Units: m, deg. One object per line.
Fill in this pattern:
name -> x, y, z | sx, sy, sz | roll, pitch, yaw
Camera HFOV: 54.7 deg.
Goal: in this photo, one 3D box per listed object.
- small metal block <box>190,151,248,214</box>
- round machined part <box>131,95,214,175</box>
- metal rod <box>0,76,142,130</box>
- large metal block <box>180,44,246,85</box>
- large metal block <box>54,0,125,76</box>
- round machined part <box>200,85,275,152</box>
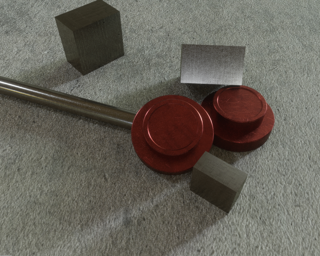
small metal block -> 0.062, 0.060, 0.337 | 0.050, 0.050, 0.025 | 29, 56, 22
round machined part -> 0.015, 0.004, 0.368 | 0.099, 0.042, 0.098 | 0, 71, 0
metal rod -> -0.160, -0.043, 0.438 | 0.301, 0.025, 0.025 | 15, 52, 12
large metal block -> 0.070, -0.093, 0.441 | 0.080, 0.050, 0.080 | 3, 15, 2
large metal block -> -0.107, -0.142, 0.486 | 0.080, 0.080, 0.050 | -34, 58, -25
round machined part -> 0.101, -0.020, 0.409 | 0.099, 0.042, 0.098 | 0, 50, 0
